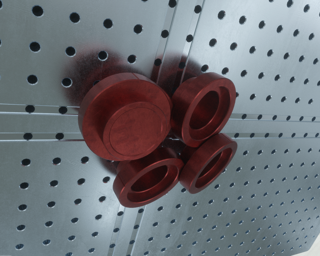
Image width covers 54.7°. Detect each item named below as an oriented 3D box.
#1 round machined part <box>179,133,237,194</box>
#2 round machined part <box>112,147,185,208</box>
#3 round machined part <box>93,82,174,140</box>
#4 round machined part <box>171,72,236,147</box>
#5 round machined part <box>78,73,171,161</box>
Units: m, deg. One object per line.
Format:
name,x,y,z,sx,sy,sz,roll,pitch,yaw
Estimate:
round machined part,0.063,0.045,0.449,0.099,0.042,0.097,-35,150,-24
round machined part,-0.019,0.060,0.417,0.099,0.042,0.097,-24,144,-18
round machined part,-0.036,-0.016,0.371,0.099,0.042,0.097,-14,125,-21
round machined part,0.050,-0.027,0.401,0.099,0.042,0.097,-28,136,-30
round machined part,-0.032,-0.005,0.326,0.099,0.042,0.097,-14,125,-21
